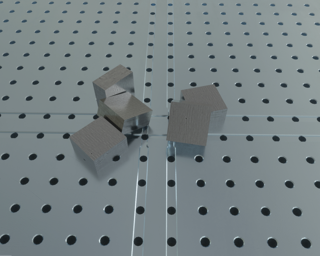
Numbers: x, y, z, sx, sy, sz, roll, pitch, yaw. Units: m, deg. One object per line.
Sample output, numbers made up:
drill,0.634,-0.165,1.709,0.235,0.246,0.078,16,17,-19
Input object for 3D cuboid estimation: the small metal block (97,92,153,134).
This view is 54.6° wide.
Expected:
small metal block,-0.047,-0.020,0.415,0.050,0.025,0.050,38,39,27

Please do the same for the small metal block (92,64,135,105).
small metal block,-0.063,-0.053,0.436,0.025,0.050,0.050,35,58,26

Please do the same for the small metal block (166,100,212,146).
small metal block,0.037,-0.007,0.395,0.050,0.050,0.025,8,12,7

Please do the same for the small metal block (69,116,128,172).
small metal block,-0.077,0.019,0.392,0.050,0.025,0.050,-37,59,-27

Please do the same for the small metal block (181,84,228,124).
small metal block,0.060,-0.032,0.435,0.050,0.025,0.050,-11,51,-10
